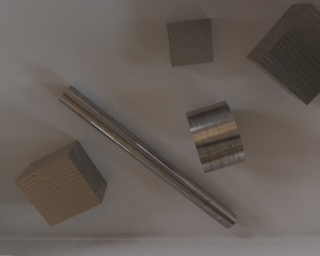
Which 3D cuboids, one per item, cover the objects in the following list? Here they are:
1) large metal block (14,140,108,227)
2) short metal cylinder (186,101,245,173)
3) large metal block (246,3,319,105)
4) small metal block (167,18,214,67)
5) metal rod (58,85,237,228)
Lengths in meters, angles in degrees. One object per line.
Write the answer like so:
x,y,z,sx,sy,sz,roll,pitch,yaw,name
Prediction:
-0.131,0.075,0.424,0.080,0.050,0.080,-26,108,9,large metal block
0.068,0.011,0.387,0.050,0.080,0.080,-17,109,6,short metal cylinder
0.166,-0.088,0.368,0.080,0.050,0.080,36,106,-13,large metal block
0.036,-0.103,0.374,0.050,0.025,0.050,-7,110,2,small metal block
-0.008,0.047,0.428,0.301,0.025,0.025,39,105,-14,metal rod
